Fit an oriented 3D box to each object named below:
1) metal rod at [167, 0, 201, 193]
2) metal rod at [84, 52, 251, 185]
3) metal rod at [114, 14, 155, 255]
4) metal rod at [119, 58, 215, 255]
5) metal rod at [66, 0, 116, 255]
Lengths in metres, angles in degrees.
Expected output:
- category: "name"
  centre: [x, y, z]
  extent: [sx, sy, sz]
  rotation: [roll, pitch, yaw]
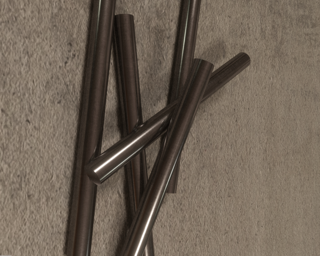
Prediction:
- category: "metal rod"
  centre: [0.030, -0.061, 0.431]
  extent: [0.025, 0.025, 0.298]
  rotation: [13, 82, -40]
- category: "metal rod"
  centre: [0.030, -0.029, 0.398]
  extent: [0.302, 0.025, 0.025]
  rotation: [-38, 114, -34]
- category: "metal rod"
  centre: [-0.032, 0.016, 0.379]
  extent: [0.025, 0.025, 0.298]
  rotation: [-8, 96, -40]
- category: "metal rod"
  centre: [-0.002, 0.064, 0.360]
  extent: [0.025, 0.025, 0.299]
  rotation: [20, 91, -39]
- category: "metal rod"
  centre: [-0.075, -0.007, 0.343]
  extent: [0.025, 0.025, 0.298]
  rotation: [9, 85, -40]
